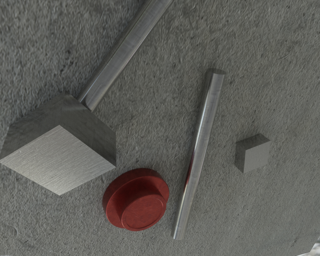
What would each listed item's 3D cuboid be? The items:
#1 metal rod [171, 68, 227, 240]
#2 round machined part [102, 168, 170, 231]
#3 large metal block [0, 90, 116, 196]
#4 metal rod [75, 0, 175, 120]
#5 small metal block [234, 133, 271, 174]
[{"bbox_3d":[0.053,0.056,0.472,0.025,0.025,0.298,-5,121,-26],"label":"metal rod"},{"bbox_3d":[-0.030,0.110,0.449,0.099,0.042,0.097,-14,125,-21],"label":"round machined part"},{"bbox_3d":[-0.104,0.019,0.329,0.080,0.050,0.080,-28,132,18],"label":"large metal block"},{"bbox_3d":[-0.002,-0.132,0.325,0.025,0.025,0.299,31,101,-38],"label":"metal rod"},{"bbox_3d":[0.155,0.043,0.521,0.050,0.025,0.050,-18,126,-19],"label":"small metal block"}]
